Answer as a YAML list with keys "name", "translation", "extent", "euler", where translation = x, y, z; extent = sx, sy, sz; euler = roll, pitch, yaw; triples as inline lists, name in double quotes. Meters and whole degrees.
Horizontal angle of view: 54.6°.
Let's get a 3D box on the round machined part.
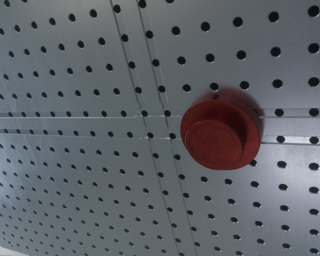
- name: "round machined part"
  translation: [0.069, 0.011, 0.371]
  extent: [0.098, 0.042, 0.097]
  euler: [13, 124, 21]
